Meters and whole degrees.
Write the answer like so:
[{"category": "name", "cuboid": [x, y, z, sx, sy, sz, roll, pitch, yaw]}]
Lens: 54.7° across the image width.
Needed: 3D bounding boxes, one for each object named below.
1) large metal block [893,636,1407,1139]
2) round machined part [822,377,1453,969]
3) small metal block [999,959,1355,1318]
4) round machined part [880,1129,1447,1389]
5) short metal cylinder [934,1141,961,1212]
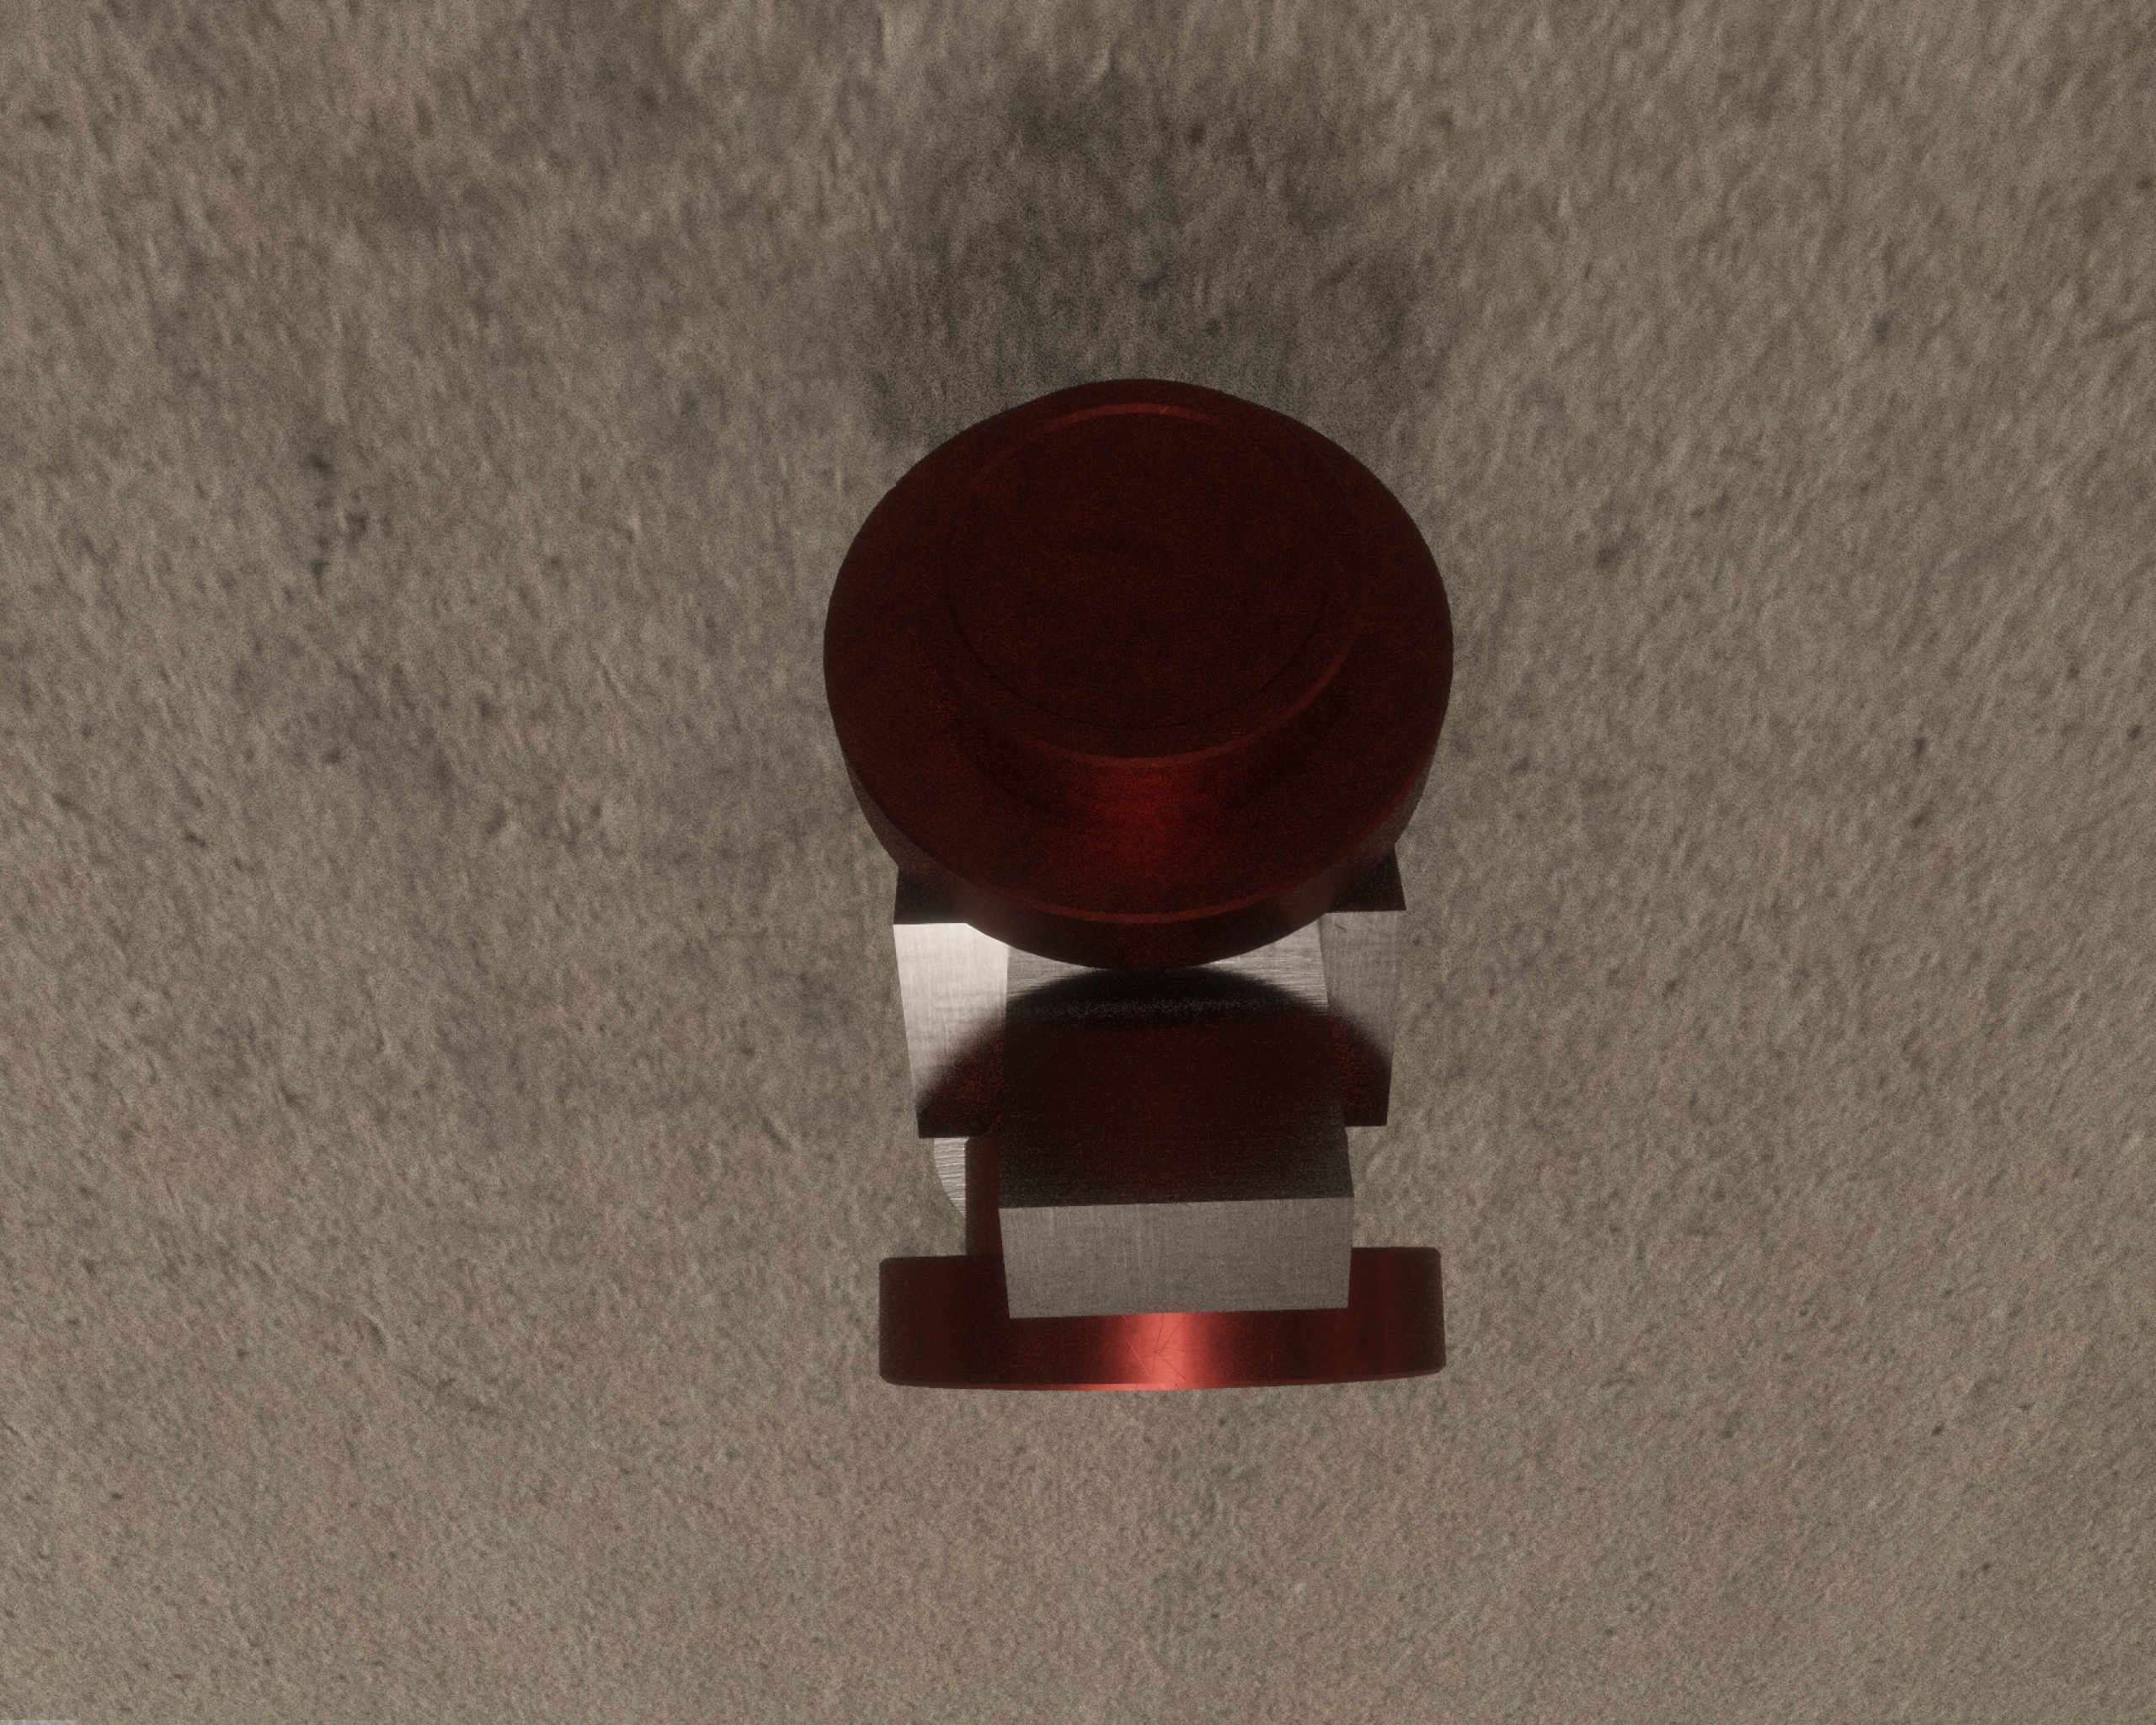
[{"category": "large metal block", "cuboid": [0.012, 0.002, 0.373, 0.081, 0.080, 0.050, -2, 130, 1]}, {"category": "round machined part", "cuboid": [0.009, -0.036, 0.325, 0.099, 0.098, 0.042, -2, 155, 1]}, {"category": "small metal block", "cuboid": [0.014, 0.042, 0.322, 0.050, 0.050, 0.025, -2, 130, 1]}, {"category": "round machined part", "cuboid": [0.014, 0.069, 0.370, 0.099, 0.042, 0.098, -1, 169, 0]}, {"category": "short metal cylinder", "cuboid": [0.012, 0.041, 0.428, 0.081, 0.050, 0.079, 0, 130, 0]}]
